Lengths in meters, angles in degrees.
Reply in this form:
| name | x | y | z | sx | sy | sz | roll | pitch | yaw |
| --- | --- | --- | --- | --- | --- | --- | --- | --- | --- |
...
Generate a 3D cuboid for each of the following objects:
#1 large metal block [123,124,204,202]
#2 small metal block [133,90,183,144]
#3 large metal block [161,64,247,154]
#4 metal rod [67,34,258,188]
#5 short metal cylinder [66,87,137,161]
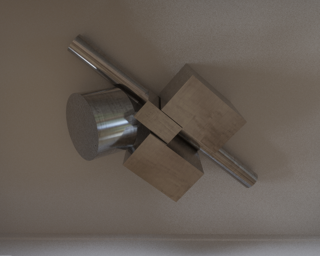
| name | x | y | z | sx | sy | sz | roll | pitch | yaw |
| --- | --- | --- | --- | --- | --- | --- | --- | --- | --- |
| large metal block | 0.004 | 0.034 | 0.394 | 0.080 | 0.080 | 0.050 | 37 | 106 | -13 |
| small metal block | -0.002 | -0.015 | 0.367 | 0.050 | 0.050 | 0.025 | 39 | 105 | -14 |
| large metal block | 0.048 | -0.027 | 0.372 | 0.080 | 0.080 | 0.050 | 38 | 105 | -13 |
| metal rod | 0.013 | -0.014 | 0.406 | 0.301 | 0.025 | 0.025 | 37 | 106 | -13 |
| short metal cylinder | -0.071 | -0.006 | 0.371 | 0.050 | 0.080 | 0.079 | -15 | 116 | -37 |
